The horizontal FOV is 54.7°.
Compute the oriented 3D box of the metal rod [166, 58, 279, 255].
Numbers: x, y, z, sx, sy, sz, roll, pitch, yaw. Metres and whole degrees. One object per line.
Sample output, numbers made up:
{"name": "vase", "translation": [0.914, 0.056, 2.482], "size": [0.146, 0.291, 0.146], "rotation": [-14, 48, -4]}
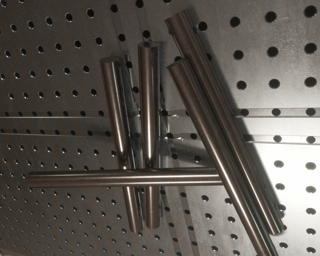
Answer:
{"name": "metal rod", "translation": [0.085, 0.057, 0.371], "size": [0.025, 0.025, 0.299], "rotation": [-16, 111, 34]}

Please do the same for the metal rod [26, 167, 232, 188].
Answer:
{"name": "metal rod", "translation": [-0.050, 0.070, 0.436], "size": [0.301, 0.025, 0.025], "rotation": [-3, 118, 14]}

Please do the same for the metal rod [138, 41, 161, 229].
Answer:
{"name": "metal rod", "translation": [-0.012, 0.031, 0.434], "size": [0.025, 0.025, 0.298], "rotation": [13, 124, 21]}

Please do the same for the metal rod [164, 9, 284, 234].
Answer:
{"name": "metal rod", "translation": [0.084, 0.006, 0.369], "size": [0.025, 0.025, 0.299], "rotation": [-17, 110, 34]}

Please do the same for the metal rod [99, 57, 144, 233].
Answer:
{"name": "metal rod", "translation": [-0.052, 0.043, 0.463], "size": [0.025, 0.025, 0.298], "rotation": [9, 122, 23]}
